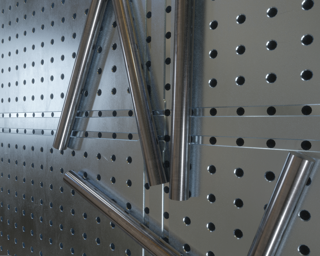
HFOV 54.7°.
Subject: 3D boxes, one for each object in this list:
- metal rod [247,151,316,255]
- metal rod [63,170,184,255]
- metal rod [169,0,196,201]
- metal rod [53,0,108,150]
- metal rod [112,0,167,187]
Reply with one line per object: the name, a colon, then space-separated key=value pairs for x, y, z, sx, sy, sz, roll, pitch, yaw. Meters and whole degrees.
metal rod: x=0.095 y=0.166 z=0.329 sx=0.025 sy=0.025 sz=0.298 roll=26 pitch=106 yaw=36
metal rod: x=-0.047 y=0.137 z=0.445 sx=0.300 sy=0.025 sz=0.025 roll=26 pitch=106 yaw=36
metal rod: x=0.028 y=-0.061 z=0.384 sx=0.025 sy=0.025 sz=0.298 roll=3 pitch=92 yaw=39
metal rod: x=-0.130 y=-0.101 z=0.513 sx=0.025 sy=0.025 sz=0.298 roll=31 pitch=109 yaw=35
metal rod: x=-0.033 y=-0.069 z=0.434 sx=0.025 sy=0.025 sz=0.298 roll=-20 pitch=78 yaw=38
